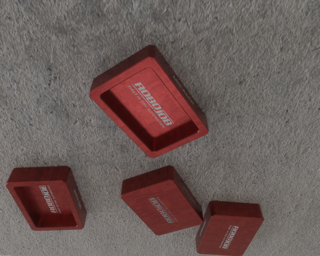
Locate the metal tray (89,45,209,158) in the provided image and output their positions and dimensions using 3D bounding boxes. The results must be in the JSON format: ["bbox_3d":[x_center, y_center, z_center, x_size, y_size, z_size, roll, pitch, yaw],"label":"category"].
[{"bbox_3d":[-0.010,-0.026,0.381,0.090,0.030,0.130,-27,126,21],"label":"metal tray"}]

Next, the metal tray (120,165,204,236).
[{"bbox_3d":[0.006,0.123,0.509,0.090,0.030,0.130,-21,127,16],"label":"metal tray"}]

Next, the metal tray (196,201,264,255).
[{"bbox_3d":[0.122,0.186,0.563,0.091,0.030,0.129,5,130,-5],"label":"metal tray"}]

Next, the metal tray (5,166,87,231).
[{"bbox_3d":[-0.178,0.118,0.501,0.091,0.030,0.129,-3,130,2],"label":"metal tray"}]
